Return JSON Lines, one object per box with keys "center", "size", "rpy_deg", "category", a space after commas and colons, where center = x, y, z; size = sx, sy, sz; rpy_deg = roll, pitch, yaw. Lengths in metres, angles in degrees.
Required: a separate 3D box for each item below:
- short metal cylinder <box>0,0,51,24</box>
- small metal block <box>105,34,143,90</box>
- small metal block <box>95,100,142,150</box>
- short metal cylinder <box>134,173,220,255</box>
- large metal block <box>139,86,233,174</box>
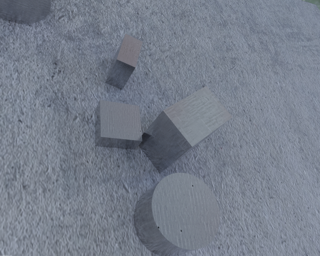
{"center": [-0.175, -0.177, 0.383], "size": [0.081, 0.080, 0.050], "rpy_deg": [8, 58, -24], "category": "short metal cylinder"}
{"center": [-0.049, -0.088, 0.417], "size": [0.025, 0.050, 0.050], "rpy_deg": [22, 54, -16], "category": "small metal block"}
{"center": [-0.052, -0.003, 0.379], "size": [0.050, 0.025, 0.050], "rpy_deg": [7, 59, -25], "category": "small metal block"}
{"center": [0.018, 0.096, 0.340], "size": [0.081, 0.050, 0.080], "rpy_deg": [14, 56, -21], "category": "short metal cylinder"}
{"center": [0.029, 0.003, 0.384], "size": [0.081, 0.080, 0.050], "rpy_deg": [-32, 80, -38], "category": "large metal block"}
